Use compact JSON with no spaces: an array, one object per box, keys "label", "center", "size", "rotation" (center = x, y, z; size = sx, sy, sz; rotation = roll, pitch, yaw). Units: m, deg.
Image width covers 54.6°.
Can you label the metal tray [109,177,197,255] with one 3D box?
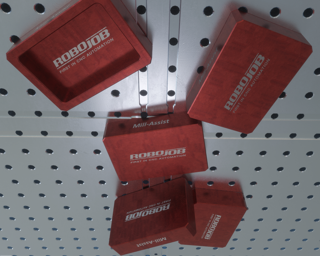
[{"label":"metal tray","center":[-0.012,0.137,0.484],"size":[0.130,0.090,0.030],"rotation":[-21,127,16]}]

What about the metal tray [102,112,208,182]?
[{"label":"metal tray","center":[-0.003,0.028,0.432],"size":[0.131,0.030,0.090],"rotation":[-8,130,7]}]

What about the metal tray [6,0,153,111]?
[{"label":"metal tray","center":[-0.085,-0.082,0.337],"size":[0.130,0.030,0.090],"rotation":[-26,126,20]}]

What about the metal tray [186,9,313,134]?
[{"label":"metal tray","center":[0.096,-0.058,0.360],"size":[0.091,0.030,0.129],"rotation":[16,128,-13]}]

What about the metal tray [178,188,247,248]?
[{"label":"metal tray","center":[0.088,0.162,0.547],"size":[0.091,0.030,0.129],"rotation":[7,130,-6]}]
